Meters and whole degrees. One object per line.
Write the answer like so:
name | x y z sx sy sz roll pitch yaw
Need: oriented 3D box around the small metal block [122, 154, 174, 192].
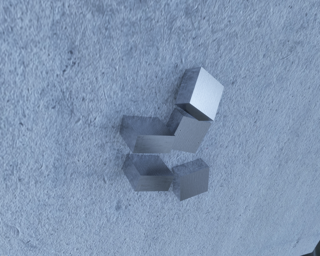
small metal block | -0.017 0.060 0.418 0.050 0.050 0.025 6 115 -31

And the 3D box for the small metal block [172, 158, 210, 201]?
small metal block | 0.048 0.080 0.482 0.050 0.025 0.050 -16 125 -20

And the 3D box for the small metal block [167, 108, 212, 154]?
small metal block | 0.035 0.005 0.429 0.050 0.025 0.050 13 112 -34

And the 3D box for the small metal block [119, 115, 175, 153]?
small metal block | -0.017 0.008 0.386 0.050 0.050 0.025 3 117 -30

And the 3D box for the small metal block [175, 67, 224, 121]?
small metal block | 0.051 -0.042 0.394 0.050 0.025 0.050 31 70 -38
